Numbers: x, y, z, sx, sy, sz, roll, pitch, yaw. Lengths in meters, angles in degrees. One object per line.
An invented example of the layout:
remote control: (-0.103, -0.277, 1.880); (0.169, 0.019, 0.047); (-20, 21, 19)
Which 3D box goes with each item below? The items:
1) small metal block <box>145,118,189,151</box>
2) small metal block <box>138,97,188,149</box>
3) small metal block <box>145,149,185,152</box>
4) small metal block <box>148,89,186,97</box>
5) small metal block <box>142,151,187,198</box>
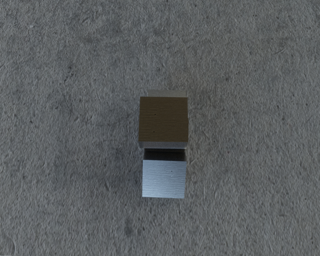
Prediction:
small metal block: (0.006, 0.008, 0.366); (0.050, 0.050, 0.025); (2, 70, 0)
small metal block: (0.004, -0.005, 0.332); (0.050, 0.025, 0.050); (1, 70, 0)
small metal block: (0.006, 0.020, 0.403); (0.050, 0.025, 0.050); (2, 70, 0)
small metal block: (0.009, -0.027, 0.407); (0.050, 0.025, 0.050); (2, 34, 1)
small metal block: (0.005, 0.056, 0.375); (0.050, 0.025, 0.050); (2, 111, 0)
